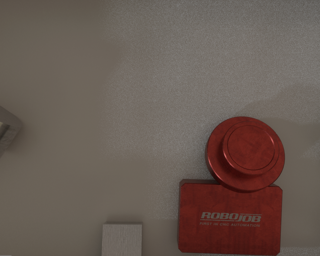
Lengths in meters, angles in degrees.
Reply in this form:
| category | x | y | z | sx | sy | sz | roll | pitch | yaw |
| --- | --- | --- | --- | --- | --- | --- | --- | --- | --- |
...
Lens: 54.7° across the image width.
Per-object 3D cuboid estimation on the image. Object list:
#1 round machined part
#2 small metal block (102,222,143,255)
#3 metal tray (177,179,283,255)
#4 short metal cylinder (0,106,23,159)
| category | x | y | z | sx | sy | sz | roll | pitch | yaw |
| --- | --- | --- | --- | --- | --- | --- | --- | --- | --- |
| round machined part | 0.109 | 0.030 | 0.389 | 0.099 | 0.042 | 0.098 | 1 | 69 | -1 |
| small metal block | -0.049 | 0.151 | 0.407 | 0.050 | 0.025 | 0.050 | 1 | 81 | -1 |
| metal tray | 0.090 | 0.117 | 0.410 | 0.131 | 0.030 | 0.089 | 2 | 90 | -1 |
| short metal cylinder | -0.221 | -0.003 | 0.381 | 0.080 | 0.080 | 0.050 | 34 | 90 | -1 |
